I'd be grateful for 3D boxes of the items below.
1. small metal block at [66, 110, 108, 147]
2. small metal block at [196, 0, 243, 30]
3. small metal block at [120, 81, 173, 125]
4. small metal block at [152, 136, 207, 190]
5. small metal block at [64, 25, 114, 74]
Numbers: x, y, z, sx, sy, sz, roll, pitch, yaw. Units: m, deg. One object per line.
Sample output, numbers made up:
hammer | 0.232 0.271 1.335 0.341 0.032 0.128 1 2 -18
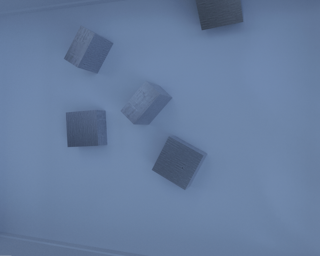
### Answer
small metal block | -0.106 0.001 0.446 0.050 0.025 0.050 -4 89 19
small metal block | 0.071 -0.151 0.372 0.050 0.025 0.050 -6 123 19
small metal block | -0.016 -0.031 0.402 0.025 0.050 0.050 45 104 14
small metal block | 0.026 0.044 0.401 0.050 0.025 0.050 29 99 17
small metal block | -0.098 -0.107 0.430 0.025 0.050 0.050 33 101 16
